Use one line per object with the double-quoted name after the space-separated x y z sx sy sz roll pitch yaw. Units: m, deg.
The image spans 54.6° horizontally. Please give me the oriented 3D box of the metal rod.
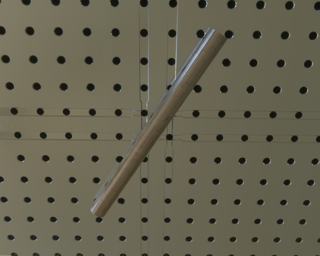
-0.010 0.004 0.414 0.025 0.025 0.299 31 107 -11 "metal rod"
